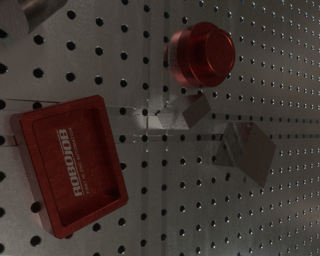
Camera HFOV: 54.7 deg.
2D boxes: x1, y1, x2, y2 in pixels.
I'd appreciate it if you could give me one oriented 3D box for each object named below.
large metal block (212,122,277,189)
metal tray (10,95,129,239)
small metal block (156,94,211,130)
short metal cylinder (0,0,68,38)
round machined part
[{"bbox_3d":[0.142,0.045,0.516,0.080,0.050,0.080,37,67,-34],"label":"large metal block"},{"bbox_3d":[-0.091,0.037,0.330,0.091,0.030,0.129,-21,104,-38],"label":"metal tray"},{"bbox_3d":[0.032,-0.022,0.422,0.050,0.050,0.025,-40,115,-33],"label":"small metal block"},{"bbox_3d":[-0.128,-0.126,0.267,0.080,0.080,0.050,52,60,-28],"label":"short metal cylinder"},{"bbox_3d":[0.076,-0.110,0.464,0.099,0.042,0.097,0,90,-40],"label":"round machined part"}]
